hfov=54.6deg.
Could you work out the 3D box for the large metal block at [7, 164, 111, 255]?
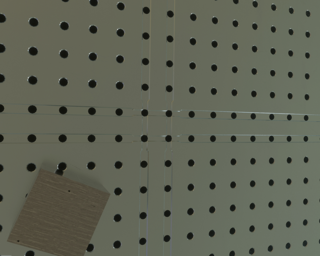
[{"bbox_3d":[-0.115,0.095,0.357,0.080,0.050,0.080,25,82,-18],"label":"large metal block"}]
